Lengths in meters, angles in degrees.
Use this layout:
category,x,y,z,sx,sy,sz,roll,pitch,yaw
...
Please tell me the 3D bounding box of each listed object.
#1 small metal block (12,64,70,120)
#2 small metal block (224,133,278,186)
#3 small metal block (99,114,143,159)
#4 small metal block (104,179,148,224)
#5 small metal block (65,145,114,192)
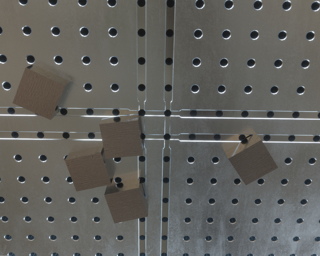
category,x,y,z,sx,sy,sz,roll,pitch,yaw
small metal block,-0.150,-0.046,0.394,0.050,0.025,0.050,25,108,-10
small metal block,0.127,0.044,0.431,0.050,0.025,0.050,-32,107,10
small metal block,-0.051,0.011,0.417,0.050,0.025,0.050,-5,110,1
small metal block,-0.048,0.107,0.452,0.050,0.025,0.050,-13,110,4
small metal block,-0.098,0.056,0.433,0.050,0.025,0.050,-12,110,4
